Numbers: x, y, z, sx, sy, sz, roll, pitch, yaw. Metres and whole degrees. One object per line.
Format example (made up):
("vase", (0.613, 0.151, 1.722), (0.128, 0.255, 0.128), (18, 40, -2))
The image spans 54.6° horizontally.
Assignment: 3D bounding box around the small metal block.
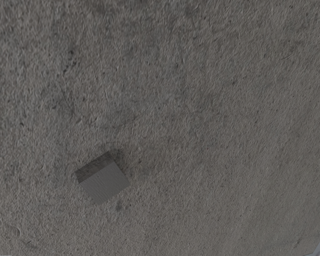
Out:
("small metal block", (-0.074, 0.066, 0.407), (0.050, 0.025, 0.050), (-33, 129, -7))
